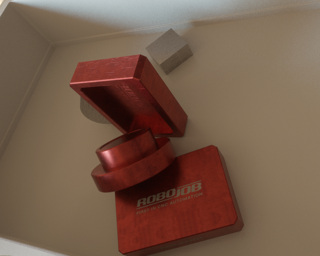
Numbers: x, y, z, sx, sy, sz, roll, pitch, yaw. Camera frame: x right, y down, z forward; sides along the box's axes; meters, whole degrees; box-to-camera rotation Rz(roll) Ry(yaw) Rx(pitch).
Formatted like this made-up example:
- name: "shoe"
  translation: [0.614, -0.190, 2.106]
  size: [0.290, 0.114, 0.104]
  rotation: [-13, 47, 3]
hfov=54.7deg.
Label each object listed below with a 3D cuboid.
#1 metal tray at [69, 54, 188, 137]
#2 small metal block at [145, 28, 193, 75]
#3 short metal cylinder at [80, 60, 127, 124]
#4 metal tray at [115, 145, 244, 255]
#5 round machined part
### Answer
- name: "metal tray"
  translation: [-0.032, -0.031, 0.372]
  size: [0.090, 0.130, 0.030]
  rotation: [-1, 62, 28]
- name: "small metal block"
  translation: [0.013, -0.116, 0.468]
  size: [0.050, 0.025, 0.050]
  rotation: [-37, 51, 3]
- name: "short metal cylinder"
  translation: [-0.071, -0.049, 0.436]
  size: [0.080, 0.080, 0.050]
  rotation: [-21, 54, 15]
- name: "metal tray"
  translation: [0.015, 0.082, 0.343]
  size: [0.130, 0.030, 0.090]
  rotation: [-21, 54, 15]
- name: "round machined part"
  translation: [-0.035, 0.031, 0.357]
  size: [0.098, 0.042, 0.098]
  rotation: [-23, 9, 4]
